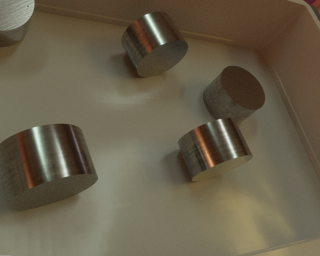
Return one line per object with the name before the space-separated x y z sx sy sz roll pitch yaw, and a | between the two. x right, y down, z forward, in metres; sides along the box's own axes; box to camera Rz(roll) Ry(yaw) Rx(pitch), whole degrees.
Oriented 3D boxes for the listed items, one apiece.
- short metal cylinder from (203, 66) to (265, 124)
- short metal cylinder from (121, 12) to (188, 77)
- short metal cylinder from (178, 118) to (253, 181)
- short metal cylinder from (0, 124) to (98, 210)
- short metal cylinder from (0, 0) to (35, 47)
short metal cylinder | 0.115 -0.050 0.485 0.081 0.050 0.080 14 56 -21
short metal cylinder | -0.007 -0.116 0.439 0.081 0.080 0.050 -18 72 -35
short metal cylinder | 0.069 0.029 0.392 0.081 0.080 0.050 -7 66 -32
short metal cylinder | -0.105 0.037 0.292 0.081 0.080 0.050 -11 67 -33
short metal cylinder | -0.191 -0.141 0.357 0.081 0.050 0.080 5 80 -28
